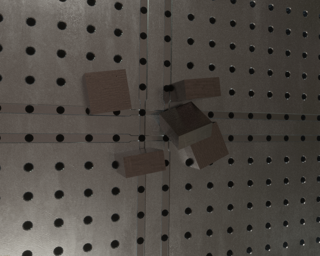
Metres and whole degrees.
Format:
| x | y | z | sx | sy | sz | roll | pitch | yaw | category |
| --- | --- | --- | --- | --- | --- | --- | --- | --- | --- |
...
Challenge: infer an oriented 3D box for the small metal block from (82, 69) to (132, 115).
| x | y | z | sx | sy | sz | roll | pitch | yaw | category |
| --- | --- | --- | --- | --- | --- | --- | --- | --- | --- |
| -0.067 | -0.045 | 0.389 | 0.050 | 0.025 | 0.050 | -10 | 94 | -20 | small metal block |

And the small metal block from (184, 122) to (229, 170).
| x | y | z | sx | sy | sz | roll | pitch | yaw | category |
| --- | --- | --- | --- | --- | --- | --- | --- | --- | --- |
| 0.062 | 0.024 | 0.437 | 0.050 | 0.025 | 0.050 | -25 | 99 | -19 | small metal block |

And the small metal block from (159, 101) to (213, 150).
| x | y | z | sx | sy | sz | roll | pitch | yaw | category |
| --- | --- | --- | --- | --- | --- | --- | --- | --- | --- |
| 0.033 | -0.004 | 0.410 | 0.050 | 0.050 | 0.025 | -22 | 137 | -19 | small metal block |

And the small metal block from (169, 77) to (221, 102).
| x | y | z | sx | sy | sz | roll | pitch | yaw | category |
| --- | --- | --- | --- | --- | --- | --- | --- | --- | --- |
| 0.046 | -0.051 | 0.418 | 0.050 | 0.050 | 0.025 | -8 | 93 | -20 | small metal block |

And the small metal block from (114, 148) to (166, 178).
| x | y | z | sx | sy | sz | roll | pitch | yaw | category |
| --- | --- | --- | --- | --- | --- | --- | --- | --- | --- |
| -0.026 | 0.042 | 0.391 | 0.050 | 0.050 | 0.025 | -9 | 93 | -20 | small metal block |
